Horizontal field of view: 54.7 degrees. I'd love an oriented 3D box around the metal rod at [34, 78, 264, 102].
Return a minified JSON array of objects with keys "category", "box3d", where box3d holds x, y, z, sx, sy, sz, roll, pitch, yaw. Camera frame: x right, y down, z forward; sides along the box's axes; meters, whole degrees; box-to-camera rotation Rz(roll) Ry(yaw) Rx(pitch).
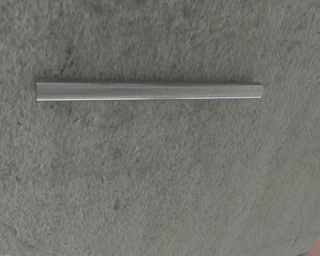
[{"category":"metal rod","box3d":[0.008,-0.047,0.383,0.303,0.025,0.025,-3,120,-27]}]
